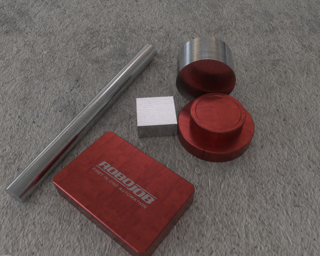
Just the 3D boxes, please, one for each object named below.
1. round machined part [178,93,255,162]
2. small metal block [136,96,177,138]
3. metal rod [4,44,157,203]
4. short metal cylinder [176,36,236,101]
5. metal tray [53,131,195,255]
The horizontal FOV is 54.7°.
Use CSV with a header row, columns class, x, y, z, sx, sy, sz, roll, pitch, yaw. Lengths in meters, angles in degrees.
class,x,y,z,sx,sy,sz,roll,pitch,yaw
round machined part,0.072,-0.008,0.399,0.099,0.042,0.098,0,50,0
small metal block,-0.005,-0.015,0.416,0.050,0.025,0.050,-3,50,-3
metal rod,-0.088,-0.026,0.424,0.025,0.025,0.301,23,53,18
short metal cylinder,0.063,-0.080,0.435,0.080,0.080,0.050,3,50,2
metal tray,-0.039,0.069,0.342,0.130,0.030,0.090,31,56,23
